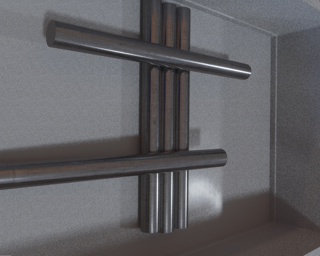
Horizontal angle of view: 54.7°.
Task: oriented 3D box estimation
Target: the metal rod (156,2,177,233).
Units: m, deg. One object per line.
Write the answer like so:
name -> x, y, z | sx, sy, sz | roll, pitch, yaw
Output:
metal rod -> 0.008, -0.014, 0.412 | 0.025, 0.025, 0.298 | 1, 89, -40

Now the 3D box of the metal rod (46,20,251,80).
metal rod -> 0.015, -0.087, 0.384 | 0.302, 0.025, 0.025 | 0, 90, -40

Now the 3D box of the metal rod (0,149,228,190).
metal rod -> -0.043, 0.042, 0.346 | 0.303, 0.025, 0.025 | -1, 91, -33

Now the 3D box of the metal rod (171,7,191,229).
metal rod -> 0.028, -0.014, 0.427 | 0.025, 0.025, 0.298 | 1, 89, -40

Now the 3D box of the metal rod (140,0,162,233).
metal rod -> -0.011, -0.019, 0.396 | 0.025, 0.025, 0.298 | 1, 90, -40
